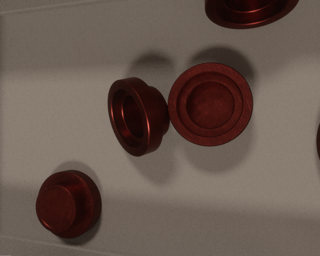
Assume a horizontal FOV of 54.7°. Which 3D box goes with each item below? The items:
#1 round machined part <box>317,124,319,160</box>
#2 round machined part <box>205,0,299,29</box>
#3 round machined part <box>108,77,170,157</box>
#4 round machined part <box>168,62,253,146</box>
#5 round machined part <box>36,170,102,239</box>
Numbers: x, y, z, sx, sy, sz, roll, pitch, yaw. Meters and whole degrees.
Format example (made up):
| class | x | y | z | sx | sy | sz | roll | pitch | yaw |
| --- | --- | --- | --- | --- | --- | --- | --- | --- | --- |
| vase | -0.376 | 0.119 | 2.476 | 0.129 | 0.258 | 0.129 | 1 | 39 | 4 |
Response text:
| class | x | y | z | sx | sy | sz | roll | pitch | yaw |
| --- | --- | --- | --- | --- | --- | --- | --- | --- | --- |
| round machined part | 0.211 | 0.017 | 0.308 | 0.042 | 0.098 | 0.097 | -4 | 88 | -18 |
| round machined part | 0.098 | -0.152 | 0.338 | 0.098 | 0.098 | 0.042 | -5 | 77 | 19 |
| round machined part | -0.024 | -0.016 | 0.392 | 0.098 | 0.042 | 0.097 | 30 | 129 | 47 |
| round machined part | 0.062 | -0.027 | 0.377 | 0.098 | 0.042 | 0.097 | 0 | 89 | 16 |
| round machined part | -0.138 | 0.112 | 0.449 | 0.098 | 0.042 | 0.097 | 0 | 90 | 19 |
